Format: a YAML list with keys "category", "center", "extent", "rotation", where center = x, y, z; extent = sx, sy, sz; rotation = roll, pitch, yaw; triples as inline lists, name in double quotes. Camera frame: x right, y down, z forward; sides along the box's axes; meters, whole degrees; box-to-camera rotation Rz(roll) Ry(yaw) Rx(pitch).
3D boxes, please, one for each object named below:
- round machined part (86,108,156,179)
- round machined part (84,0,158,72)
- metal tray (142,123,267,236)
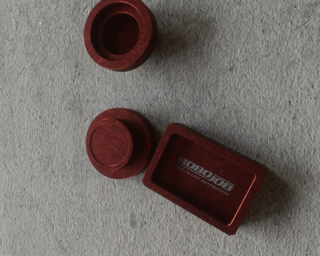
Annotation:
- category: "round machined part"
  center: [-0.059, 0.021, 0.420]
  extent: [0.098, 0.042, 0.097]
  rotation: [0, 90, 19]
- category: "round machined part"
  center: [-0.049, -0.124, 0.416]
  extent: [0.098, 0.042, 0.097]
  rotation: [0, 90, 19]
- category: "metal tray"
  center: [0.053, 0.060, 0.386]
  extent: [0.130, 0.030, 0.090]
  rotation: [27, 99, 17]
